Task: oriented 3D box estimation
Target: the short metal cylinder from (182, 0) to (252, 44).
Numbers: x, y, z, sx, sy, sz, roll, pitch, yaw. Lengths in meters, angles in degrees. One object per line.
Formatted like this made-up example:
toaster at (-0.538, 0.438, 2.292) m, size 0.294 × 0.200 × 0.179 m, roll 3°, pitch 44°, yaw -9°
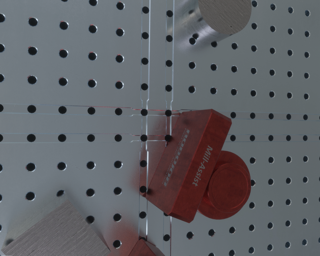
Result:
short metal cylinder at (0.077, -0.162, 0.428) m, size 0.081 × 0.050 × 0.079 m, roll 0°, pitch 90°, yaw -20°

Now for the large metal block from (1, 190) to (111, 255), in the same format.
large metal block at (-0.117, 0.132, 0.356) m, size 0.080 × 0.050 × 0.080 m, roll -38°, pitch 102°, yaw -16°

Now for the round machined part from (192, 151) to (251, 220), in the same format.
round machined part at (0.088, 0.081, 0.436) m, size 0.099 × 0.042 × 0.097 m, roll 0°, pitch 90°, yaw -20°

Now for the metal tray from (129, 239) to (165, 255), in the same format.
metal tray at (-0.017, 0.192, 0.351) m, size 0.030 × 0.130 × 0.090 m, roll 37°, pitch 78°, yaw -17°

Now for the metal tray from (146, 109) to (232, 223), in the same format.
metal tray at (0.033, 0.042, 0.390) m, size 0.030 × 0.090 × 0.130 m, roll 26°, pitch 81°, yaw -18°
